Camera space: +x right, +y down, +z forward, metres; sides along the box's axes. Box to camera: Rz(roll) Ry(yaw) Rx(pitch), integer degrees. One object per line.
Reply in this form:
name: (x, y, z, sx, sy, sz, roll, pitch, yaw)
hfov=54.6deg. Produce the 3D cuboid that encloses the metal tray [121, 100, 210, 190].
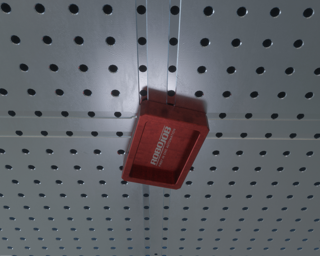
metal tray: (0.003, 0.029, 0.432, 0.091, 0.030, 0.129, 12, 129, -10)
